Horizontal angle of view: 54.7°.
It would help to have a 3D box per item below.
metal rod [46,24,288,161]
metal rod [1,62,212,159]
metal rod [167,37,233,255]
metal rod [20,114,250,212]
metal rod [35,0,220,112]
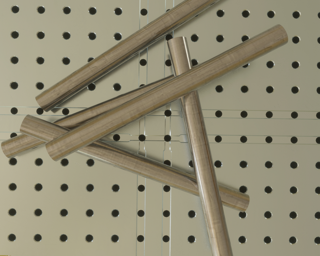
[{"bbox_3d":[0.007,-0.040,0.361,0.301,0.025,0.025,-27,90,1],"label":"metal rod"},{"bbox_3d":[-0.063,-0.027,0.412,0.301,0.025,0.025,-22,90,-1],"label":"metal rod"},{"bbox_3d":[0.052,0.036,0.384,0.025,0.025,0.298,-12,88,0],"label":"metal rod"},{"bbox_3d":[-0.026,0.048,0.398,0.302,0.025,0.025,21,90,-6],"label":"metal rod"},{"bbox_3d":[-0.031,-0.114,0.412,0.301,0.025,0.025,-33,90,-1],"label":"metal rod"}]
